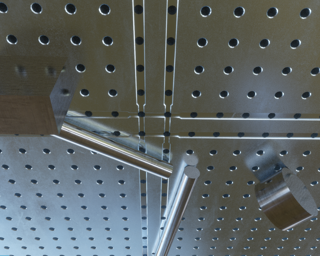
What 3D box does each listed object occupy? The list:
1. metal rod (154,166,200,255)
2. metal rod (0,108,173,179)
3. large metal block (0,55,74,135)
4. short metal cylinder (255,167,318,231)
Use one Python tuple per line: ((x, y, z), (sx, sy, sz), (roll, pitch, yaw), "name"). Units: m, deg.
((0.021, 0.178, 0.564), (0.025, 0.025, 0.298), (8, 130, -7), "metal rod")
((-0.117, 0.008, 0.416), (0.302, 0.025, 0.025), (24, 126, -20), "metal rod")
((-0.147, -0.038, 0.341), (0.081, 0.080, 0.050), (1, 130, -2), "large metal block")
((0.191, 0.107, 0.470), (0.080, 0.080, 0.050), (33, 122, -25), "short metal cylinder")
